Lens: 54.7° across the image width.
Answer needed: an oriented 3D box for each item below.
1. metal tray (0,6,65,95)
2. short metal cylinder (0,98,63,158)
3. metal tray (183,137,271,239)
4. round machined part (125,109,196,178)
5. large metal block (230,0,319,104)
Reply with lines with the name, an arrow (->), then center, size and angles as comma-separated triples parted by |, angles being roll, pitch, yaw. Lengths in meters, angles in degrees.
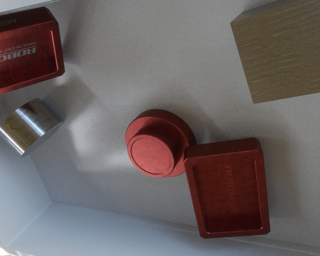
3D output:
metal tray -> -0.186, -0.086, 0.371 | 0.030, 0.131, 0.089 | 54, 152, 25
short metal cylinder -> -0.197, 0.000, 0.474 | 0.050, 0.080, 0.080 | 48, 129, -5
metal tray -> 0.086, 0.080, 0.391 | 0.090, 0.030, 0.129 | -8, 116, 11
round machined part -> -0.004, 0.027, 0.415 | 0.098, 0.042, 0.097 | 13, 124, 20
large metal block -> 0.120, -0.075, 0.283 | 0.080, 0.050, 0.080 | -9, 114, 32
